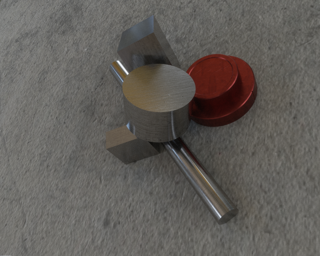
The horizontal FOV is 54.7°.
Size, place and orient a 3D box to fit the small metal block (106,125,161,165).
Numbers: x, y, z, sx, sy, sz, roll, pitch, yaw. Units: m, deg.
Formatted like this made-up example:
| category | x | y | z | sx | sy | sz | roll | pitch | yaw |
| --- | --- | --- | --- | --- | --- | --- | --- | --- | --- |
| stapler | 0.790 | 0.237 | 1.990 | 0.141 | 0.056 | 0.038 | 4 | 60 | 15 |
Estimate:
| category | x | y | z | sx | sy | sz | roll | pitch | yaw |
| --- | --- | --- | --- | --- | --- | --- | --- | --- | --- |
| small metal block | -0.034 | 0.020 | 0.394 | 0.050 | 0.050 | 0.025 | -19 | 54 | 16 |

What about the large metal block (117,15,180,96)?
| category | x | y | z | sx | sy | sz | roll | pitch | yaw |
| --- | --- | --- | --- | --- | --- | --- | --- | --- | --- |
| large metal block | -0.011 | -0.095 | 0.419 | 0.050 | 0.080 | 0.080 | -25 | 31 | 15 |

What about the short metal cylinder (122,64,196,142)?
| category | x | y | z | sx | sy | sz | roll | pitch | yaw |
| --- | --- | --- | --- | --- | --- | --- | --- | --- | --- |
| short metal cylinder | -0.002 | -0.030 | 0.360 | 0.081 | 0.050 | 0.080 | 2 | 49 | -2 |

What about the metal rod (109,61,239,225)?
| category | x | y | z | sx | sy | sz | roll | pitch | yaw |
| --- | --- | --- | --- | --- | --- | --- | --- | --- | --- |
| metal rod | 0.000 | -0.004 | 0.407 | 0.025 | 0.025 | 0.300 | -38 | 51 | 2 |

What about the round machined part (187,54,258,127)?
| category | x | y | z | sx | sy | sz | roll | pitch | yaw |
| --- | --- | --- | --- | --- | --- | --- | --- | --- | --- |
| round machined part | 0.069 | -0.054 | 0.390 | 0.098 | 0.042 | 0.098 | -13 | 56 | 20 |
